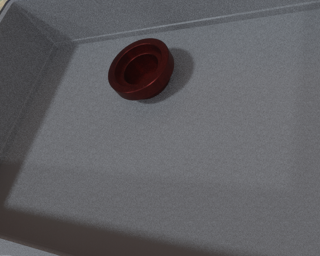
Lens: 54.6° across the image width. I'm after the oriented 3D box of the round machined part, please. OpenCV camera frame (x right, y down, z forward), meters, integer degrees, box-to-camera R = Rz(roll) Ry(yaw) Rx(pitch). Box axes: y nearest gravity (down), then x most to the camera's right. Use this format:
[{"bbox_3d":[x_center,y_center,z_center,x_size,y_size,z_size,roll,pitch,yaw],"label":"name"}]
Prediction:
[{"bbox_3d":[-0.024,-0.081,0.458,0.098,0.042,0.098,-13,56,21],"label":"round machined part"}]
